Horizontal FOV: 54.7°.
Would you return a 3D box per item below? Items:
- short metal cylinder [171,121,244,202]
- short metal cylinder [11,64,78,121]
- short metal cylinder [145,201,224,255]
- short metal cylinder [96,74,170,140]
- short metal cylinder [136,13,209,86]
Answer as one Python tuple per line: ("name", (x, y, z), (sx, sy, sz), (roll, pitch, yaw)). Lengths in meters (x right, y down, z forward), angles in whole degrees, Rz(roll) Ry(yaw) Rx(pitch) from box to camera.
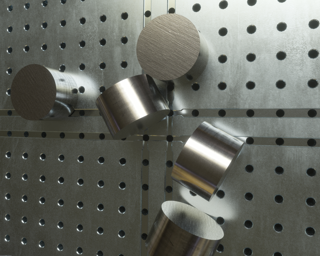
("short metal cylinder", (0.056, 0.039, 0.363), (0.050, 0.080, 0.080), (30, 100, 17))
("short metal cylinder", (-0.171, -0.050, 0.459), (0.080, 0.050, 0.079), (0, 90, 20))
("short metal cylinder", (0.029, 0.131, 0.373), (0.080, 0.080, 0.050), (26, 99, 18))
("short metal cylinder", (-0.034, -0.026, 0.395), (0.080, 0.080, 0.050), (-30, 80, 17))
("short metal cylinder", (0.017, -0.097, 0.393), (0.080, 0.050, 0.079), (0, 90, 20))
